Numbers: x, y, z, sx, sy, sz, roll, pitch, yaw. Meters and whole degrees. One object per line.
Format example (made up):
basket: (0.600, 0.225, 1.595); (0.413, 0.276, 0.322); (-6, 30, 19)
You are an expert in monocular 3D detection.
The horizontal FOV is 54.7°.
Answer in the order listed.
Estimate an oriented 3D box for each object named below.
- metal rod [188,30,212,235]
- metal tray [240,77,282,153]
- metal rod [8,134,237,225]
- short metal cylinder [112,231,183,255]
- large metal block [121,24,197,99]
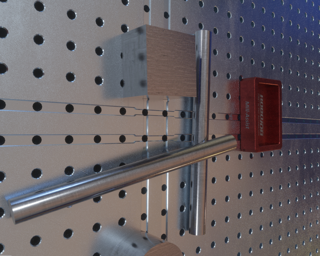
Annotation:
metal rod: (0.060, 0.006, 0.461); (0.025, 0.025, 0.298); (3, 88, -40)
metal tray: (0.186, -0.024, 0.564); (0.091, 0.030, 0.129); (-2, 91, -40)
metal rod: (-0.018, 0.051, 0.377); (0.303, 0.025, 0.025); (-13, 99, -34)
short metal cylinder: (-0.016, 0.175, 0.382); (0.081, 0.050, 0.079); (0, 90, -40)
large metal block: (0.000, -0.079, 0.394); (0.081, 0.050, 0.079); (-2, 92, -40)
